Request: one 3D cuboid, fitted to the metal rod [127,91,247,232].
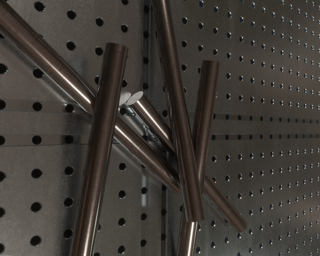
[{"bbox_3d":[0.053,0.065,0.455,0.300,0.025,0.025,50,60,-28],"label":"metal rod"}]

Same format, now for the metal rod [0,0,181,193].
[{"bbox_3d":[-0.063,-0.015,0.357,0.300,0.025,0.025,47,62,-30],"label":"metal rod"}]

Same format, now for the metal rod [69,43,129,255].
[{"bbox_3d":[-0.071,0.060,0.329,0.025,0.025,0.298,9,91,-40],"label":"metal rod"}]

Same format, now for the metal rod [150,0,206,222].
[{"bbox_3d":[0.022,-0.030,0.403,0.025,0.025,0.298,-7,87,-40],"label":"metal rod"}]

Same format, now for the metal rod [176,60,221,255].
[{"bbox_3d":[0.050,0.060,0.422,0.025,0.025,0.298,1,99,-40],"label":"metal rod"}]
